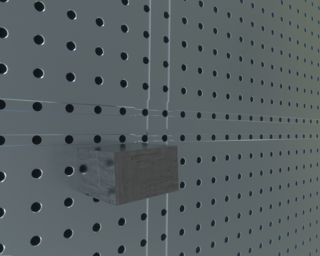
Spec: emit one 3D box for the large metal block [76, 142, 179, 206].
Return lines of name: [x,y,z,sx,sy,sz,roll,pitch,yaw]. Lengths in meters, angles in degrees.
large metal block: [-0.037,0.046,0.344,0.081,0.080,0.050,-4,93,-40]
